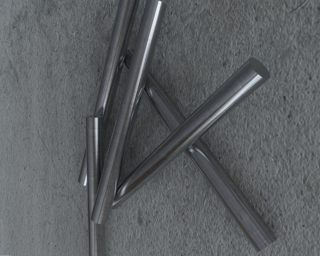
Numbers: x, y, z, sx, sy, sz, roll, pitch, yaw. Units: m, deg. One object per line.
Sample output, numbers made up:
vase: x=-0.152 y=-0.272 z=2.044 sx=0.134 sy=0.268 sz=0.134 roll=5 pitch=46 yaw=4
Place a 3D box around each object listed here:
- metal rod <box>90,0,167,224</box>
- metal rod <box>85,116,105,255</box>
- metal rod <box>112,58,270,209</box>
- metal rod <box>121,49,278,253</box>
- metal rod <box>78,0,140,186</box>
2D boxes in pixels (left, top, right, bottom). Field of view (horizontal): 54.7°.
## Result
metal rod: x=-0.044 y=-0.013 z=0.406 sx=0.025 sy=0.025 sz=0.298 roll=25 pitch=104 yaw=37
metal rod: x=-0.094 y=0.130 z=0.459 sx=0.025 sy=0.025 sz=0.298 roll=10 pitch=104 yaw=39
metal rod: x=0.008 y=0.029 z=0.368 sx=0.298 sy=0.025 sz=0.025 roll=-46 pitch=63 yaw=40
metal rod: x=0.032 y=0.008 z=0.378 sx=0.025 sy=0.025 sz=0.299 roll=-50 pitch=61 yaw=28
metal rod: x=-0.078 y=-0.043 z=0.446 sx=0.025 sy=0.025 sz=0.298 roll=36 pitch=119 yaw=34
